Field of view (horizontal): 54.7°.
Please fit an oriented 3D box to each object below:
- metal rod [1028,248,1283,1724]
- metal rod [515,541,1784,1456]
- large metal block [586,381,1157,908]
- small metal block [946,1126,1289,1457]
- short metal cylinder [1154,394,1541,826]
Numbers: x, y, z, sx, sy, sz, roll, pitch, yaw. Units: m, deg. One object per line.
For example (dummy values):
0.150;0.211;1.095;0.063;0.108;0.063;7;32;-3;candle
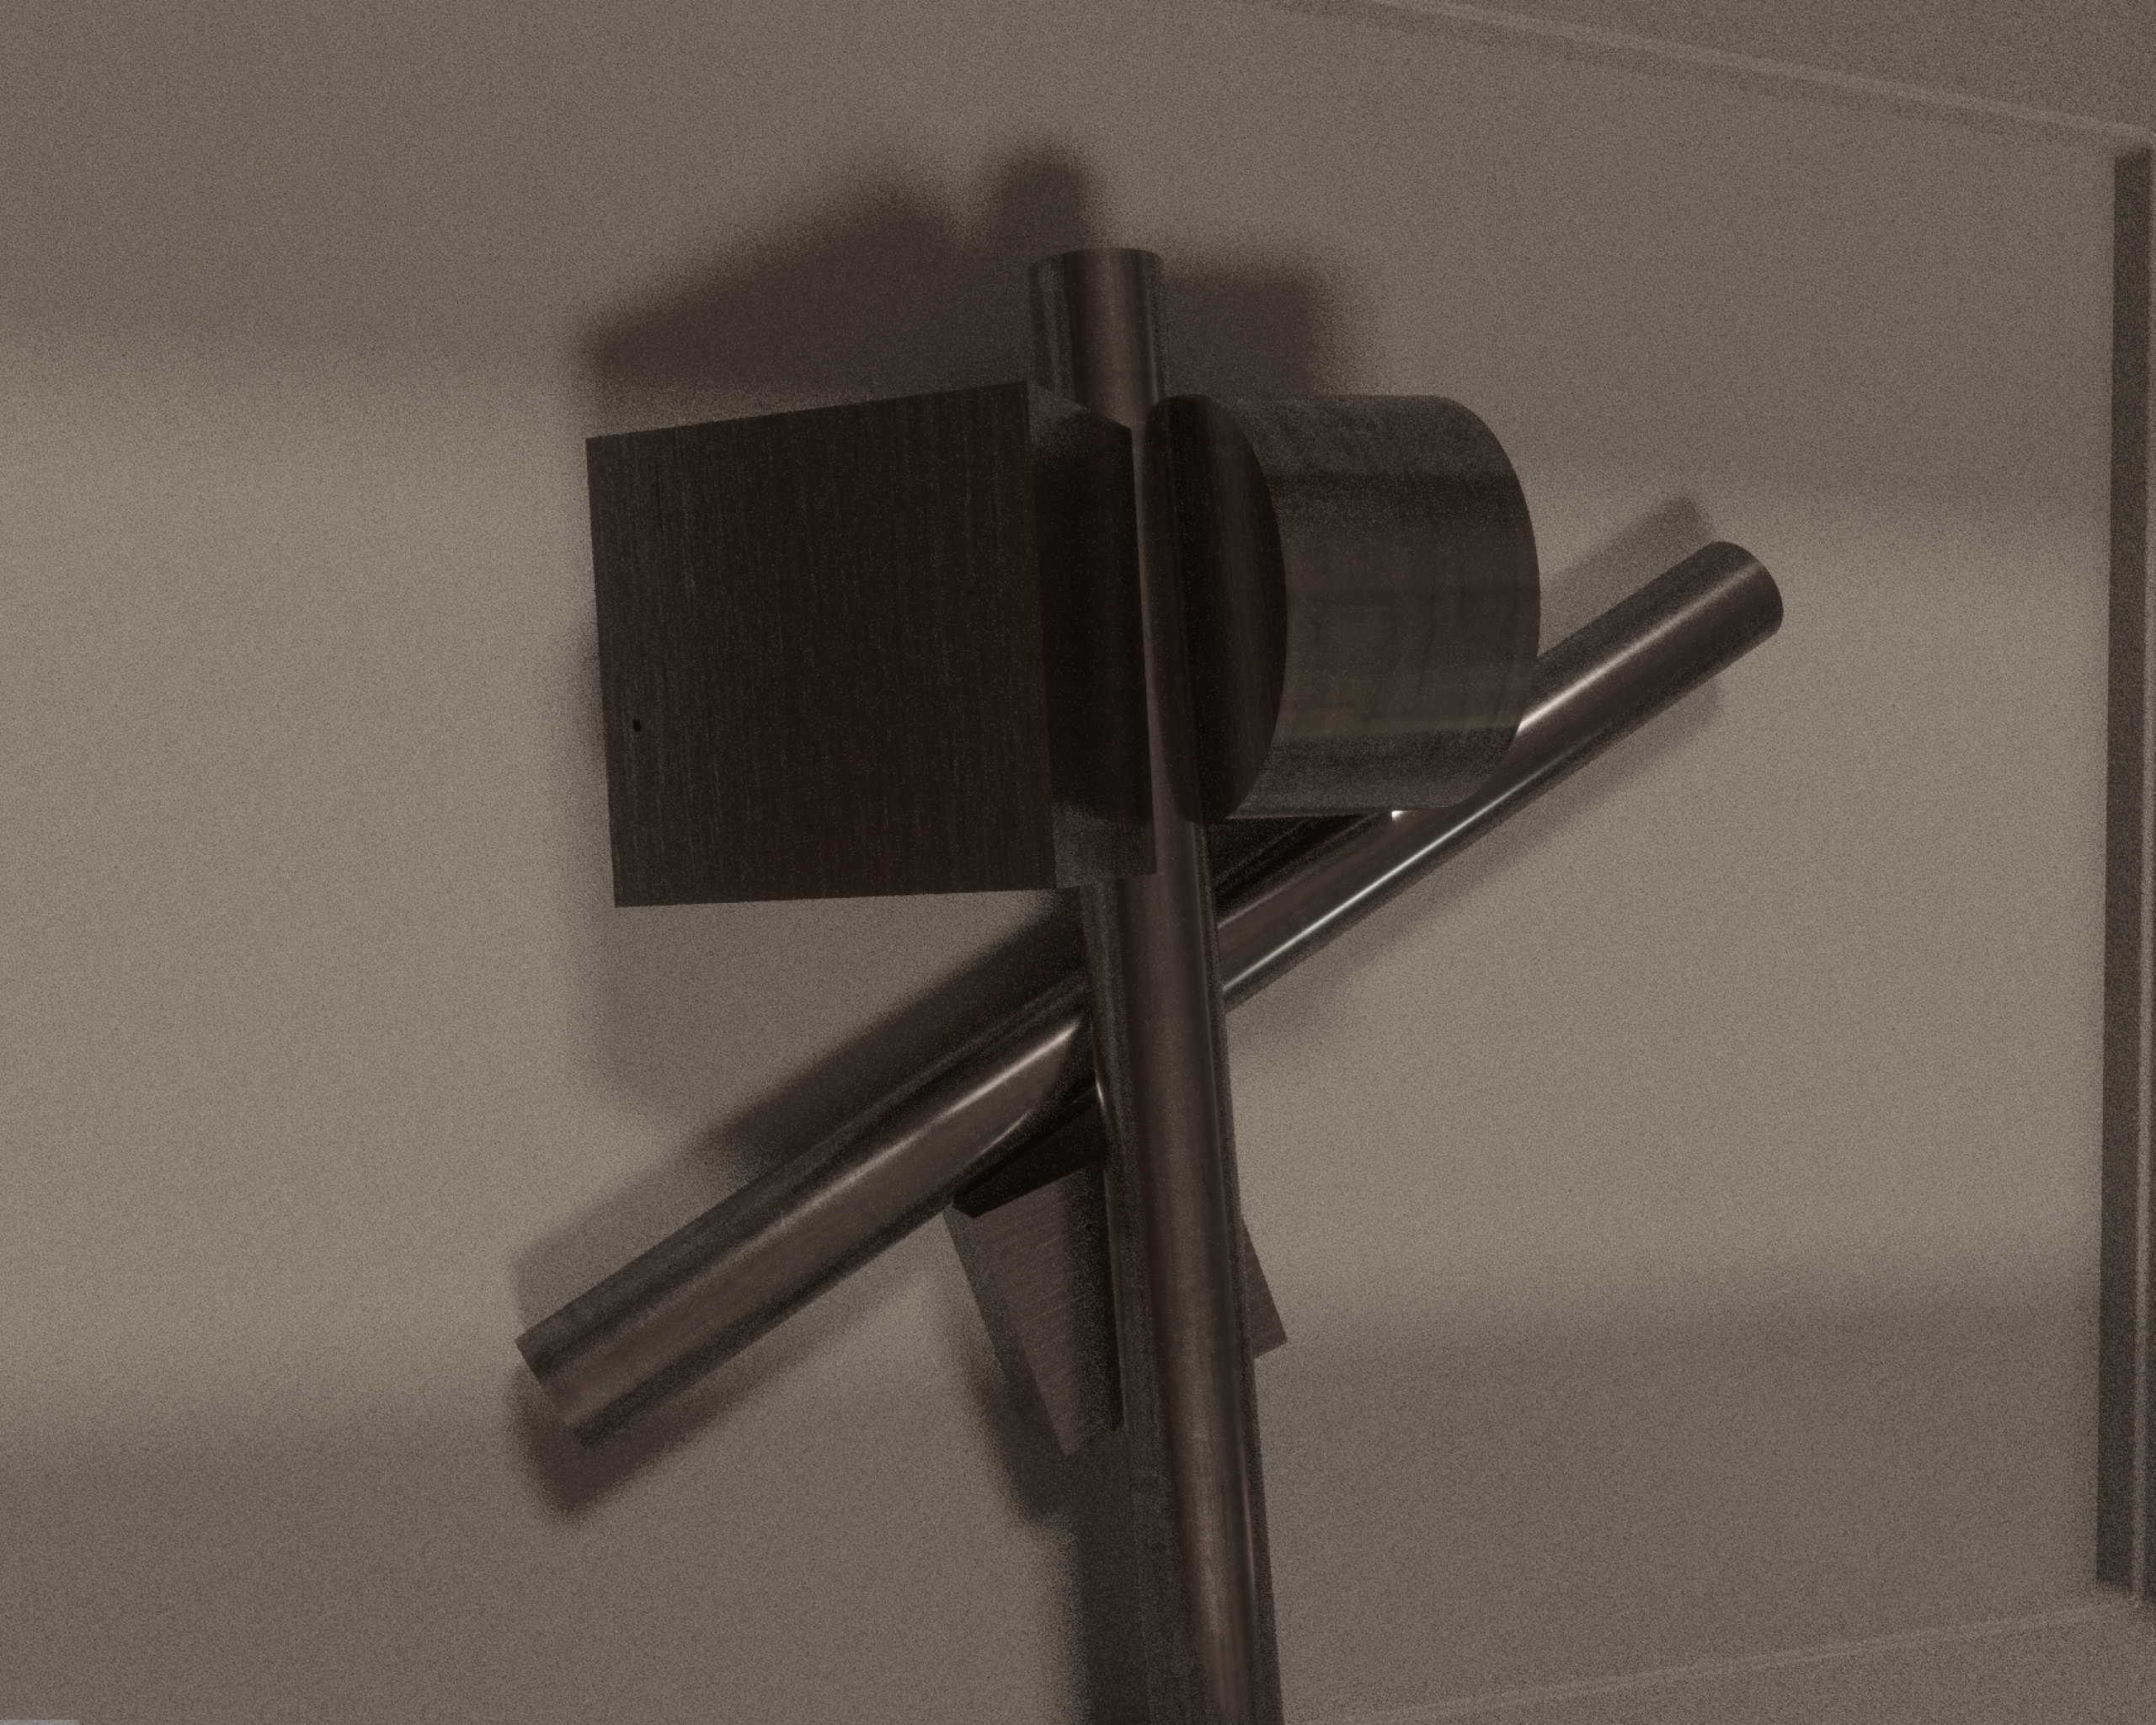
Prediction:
0.016;0.038;0.388;0.025;0.025;0.298;-5;91;-20;metal rod
0.027;0.018;0.419;0.302;0.025;0.025;-33;101;-17;metal rod
-0.035;-0.035;0.363;0.080;0.050;0.079;-3;91;20;large metal block
0.007;0.081;0.413;0.050;0.025;0.050;-23;98;-19;small metal block
0.044;-0.048;0.396;0.050;0.080;0.079;-5;92;-22;short metal cylinder
